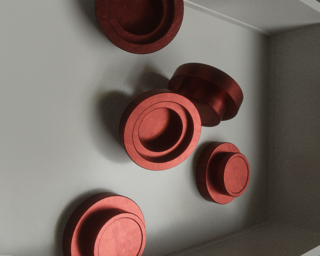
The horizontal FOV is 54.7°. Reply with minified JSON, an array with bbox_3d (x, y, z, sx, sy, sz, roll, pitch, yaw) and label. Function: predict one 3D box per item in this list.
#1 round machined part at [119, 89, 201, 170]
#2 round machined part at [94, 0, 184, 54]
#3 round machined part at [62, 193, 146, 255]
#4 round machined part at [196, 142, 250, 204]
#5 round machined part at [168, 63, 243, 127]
[{"bbox_3d":[-0.003,-0.001,0.380,0.099,0.042,0.097,-7,111,-20],"label":"round machined part"},{"bbox_3d":[-0.026,-0.137,0.358,0.099,0.042,0.097,-5,109,-15],"label":"round machined part"},{"bbox_3d":[-0.055,0.126,0.351,0.099,0.042,0.097,0,90,-40],"label":"round machined part"},{"bbox_3d":[0.105,0.071,0.486,0.099,0.042,0.097,0,90,-40],"label":"round machined part"},{"bbox_3d":[0.055,-0.037,0.407,0.098,0.098,0.042,43,64,-32],"label":"round machined part"}]
